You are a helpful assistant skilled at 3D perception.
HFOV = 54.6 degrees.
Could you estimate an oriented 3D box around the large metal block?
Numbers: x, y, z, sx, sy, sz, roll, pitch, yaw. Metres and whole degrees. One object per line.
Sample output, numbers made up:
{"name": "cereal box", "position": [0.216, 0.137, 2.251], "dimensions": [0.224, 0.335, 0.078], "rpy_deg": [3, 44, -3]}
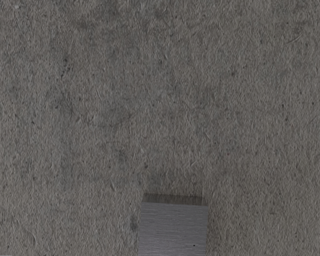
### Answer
{"name": "large metal block", "position": [0.016, 0.131, 0.398], "dimensions": [0.080, 0.050, 0.080], "rpy_deg": [4, 90, 0]}
